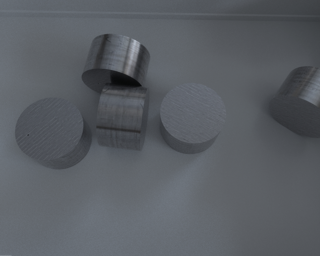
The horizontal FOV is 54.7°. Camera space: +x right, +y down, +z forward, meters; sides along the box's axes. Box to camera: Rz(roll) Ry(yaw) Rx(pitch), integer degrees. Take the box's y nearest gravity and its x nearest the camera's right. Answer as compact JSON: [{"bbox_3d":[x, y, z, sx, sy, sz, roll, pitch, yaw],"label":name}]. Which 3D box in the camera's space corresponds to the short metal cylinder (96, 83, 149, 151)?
[{"bbox_3d":[-0.044,-0.014,0.385,0.050,0.080,0.080,7,70,2],"label":"short metal cylinder"}]

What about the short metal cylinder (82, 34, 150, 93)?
[{"bbox_3d":[-0.057,-0.078,0.408,0.080,0.080,0.050,9,70,3],"label":"short metal cylinder"}]

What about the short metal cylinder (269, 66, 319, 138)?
[{"bbox_3d":[0.189,-0.032,0.395,0.080,0.080,0.050,35,74,11],"label":"short metal cylinder"}]

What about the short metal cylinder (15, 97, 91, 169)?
[{"bbox_3d":[-0.132,0.008,0.392,0.081,0.050,0.080,0,70,0],"label":"short metal cylinder"}]

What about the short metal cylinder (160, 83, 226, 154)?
[{"bbox_3d":[0.040,-0.011,0.401,0.081,0.050,0.080,0,70,0],"label":"short metal cylinder"}]
